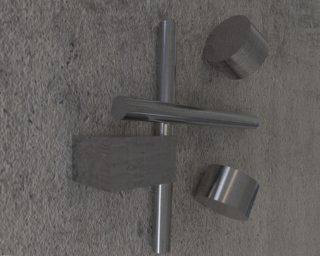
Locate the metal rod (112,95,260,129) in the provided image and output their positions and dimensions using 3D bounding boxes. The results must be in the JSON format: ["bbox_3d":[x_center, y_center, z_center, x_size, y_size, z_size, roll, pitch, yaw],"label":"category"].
[{"bbox_3d":[0.060,-0.015,0.429,0.302,0.025,0.025,3,88,-47],"label":"metal rod"}]

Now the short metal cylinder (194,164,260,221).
[{"bbox_3d":[0.097,0.094,0.450,0.080,0.080,0.050,41,65,-33],"label":"short metal cylinder"}]

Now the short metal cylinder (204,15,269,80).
[{"bbox_3d":[0.113,-0.119,0.463,0.050,0.080,0.080,31,71,-36],"label":"short metal cylinder"}]

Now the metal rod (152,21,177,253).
[{"bbox_3d":[0.006,0.010,0.409,0.025,0.025,0.298,3,88,-40],"label":"metal rod"}]

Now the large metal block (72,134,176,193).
[{"bbox_3d":[-0.040,0.033,0.335,0.081,0.080,0.050,-1,91,-40],"label":"large metal block"}]
